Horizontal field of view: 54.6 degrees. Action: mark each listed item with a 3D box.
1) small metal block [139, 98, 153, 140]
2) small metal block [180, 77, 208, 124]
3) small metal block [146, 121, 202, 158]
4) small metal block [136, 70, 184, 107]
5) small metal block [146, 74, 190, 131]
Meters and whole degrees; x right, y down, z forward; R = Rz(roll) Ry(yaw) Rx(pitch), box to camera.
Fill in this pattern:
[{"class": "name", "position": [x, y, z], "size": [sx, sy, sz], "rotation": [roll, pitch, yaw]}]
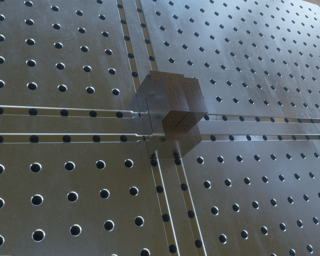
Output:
[{"class": "small metal block", "position": [0.003, -0.012, 0.416], "size": [0.050, 0.025, 0.050], "rotation": [1, 61, -26]}, {"class": "small metal block", "position": [0.031, -0.029, 0.394], "size": [0.025, 0.050, 0.050], "rotation": [1, 61, -26]}, {"class": "small metal block", "position": [0.016, 0.015, 0.390], "size": [0.050, 0.050, 0.025], "rotation": [1, 61, -27]}, {"class": "small metal block", "position": [0.002, -0.051, 0.422], "size": [0.050, 0.050, 0.025], "rotation": [2, 61, -27]}, {"class": "small metal block", "position": [0.008, -0.030, 0.381], "size": [0.025, 0.050, 0.050], "rotation": [2, 61, -28]}]
